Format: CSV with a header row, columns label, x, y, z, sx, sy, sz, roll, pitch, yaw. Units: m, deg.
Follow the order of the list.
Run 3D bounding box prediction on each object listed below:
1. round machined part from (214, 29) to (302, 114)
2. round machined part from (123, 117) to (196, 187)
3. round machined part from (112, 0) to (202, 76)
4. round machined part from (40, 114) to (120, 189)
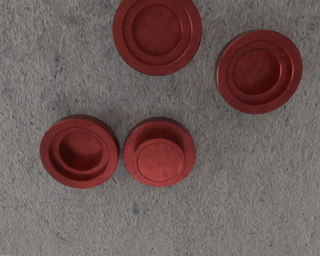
label,x,y,z,sx,sy,sz,roll,pitch,yaw
round machined part,0.115,-0.069,0.376,0.099,0.042,0.097,0,110,0
round machined part,-0.001,0.038,0.414,0.099,0.042,0.097,0,110,0
round machined part,-0.003,-0.113,0.359,0.099,0.042,0.097,0,110,0
round machined part,-0.102,0.027,0.410,0.099,0.042,0.097,0,110,0
